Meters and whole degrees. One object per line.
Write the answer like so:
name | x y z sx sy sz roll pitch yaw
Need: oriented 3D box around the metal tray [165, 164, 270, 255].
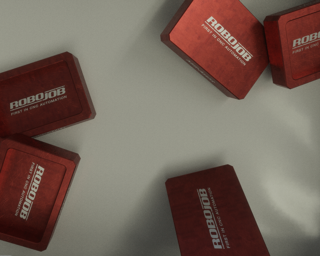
metal tray | 0.063 0.112 0.369 0.091 0.030 0.130 -13 48 0

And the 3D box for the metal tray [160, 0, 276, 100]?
metal tray | 0.077 -0.107 0.385 0.130 0.030 0.090 35 90 -24

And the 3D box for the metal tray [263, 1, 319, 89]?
metal tray | 0.201 -0.112 0.386 0.131 0.030 0.090 -20 111 -8

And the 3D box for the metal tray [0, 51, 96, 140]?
metal tray | -0.161 -0.036 0.407 0.131 0.030 0.090 -18 90 0

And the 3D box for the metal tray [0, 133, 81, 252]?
metal tray | -0.166 0.082 0.390 0.090 0.030 0.129 20 100 -8
